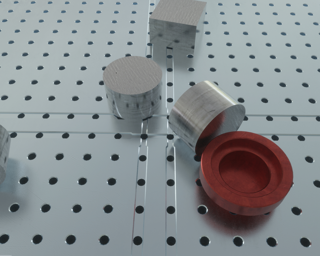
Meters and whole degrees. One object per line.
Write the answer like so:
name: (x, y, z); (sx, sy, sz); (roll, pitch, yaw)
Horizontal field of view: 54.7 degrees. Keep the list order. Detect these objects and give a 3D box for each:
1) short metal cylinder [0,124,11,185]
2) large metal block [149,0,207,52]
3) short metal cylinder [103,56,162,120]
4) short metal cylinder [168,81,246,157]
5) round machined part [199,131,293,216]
short metal cylinder: (-0.213, 0.030, 0.345); (0.081, 0.080, 0.050); (-8, 51, -7)
large metal block: (0.032, -0.186, 0.548); (0.080, 0.050, 0.080); (13, 51, 11)
short metal cylinder: (-0.037, -0.057, 0.439); (0.081, 0.050, 0.080); (0, 50, 0)
short metal cylinder: (0.058, -0.011, 0.382); (0.081, 0.080, 0.050); (-30, 56, -23)
round machined part: (0.094, 0.054, 0.352); (0.099, 0.042, 0.098); (0, 50, 0)
